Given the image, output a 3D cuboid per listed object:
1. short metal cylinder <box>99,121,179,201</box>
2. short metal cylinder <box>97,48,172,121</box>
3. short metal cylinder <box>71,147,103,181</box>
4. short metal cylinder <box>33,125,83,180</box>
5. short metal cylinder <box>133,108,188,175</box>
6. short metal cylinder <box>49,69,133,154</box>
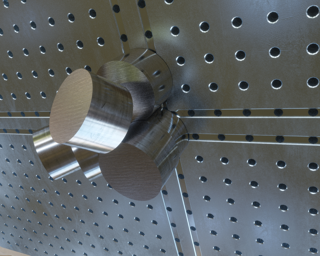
[{"bbox_3d":[-0.024,0.038,0.364,0.080,0.050,0.079,13,124,21],"label":"short metal cylinder"},{"bbox_3d":[-0.032,-0.052,0.379,0.080,0.050,0.079,13,124,21],"label":"short metal cylinder"},{"bbox_3d":[-0.088,0.026,0.429,0.050,0.080,0.080,-24,111,-7],"label":"short metal cylinder"},{"bbox_3d":[-0.147,0.030,0.463,0.050,0.080,0.080,-24,111,-8],"label":"short metal cylinder"},{"bbox_3d":[-0.009,0.019,0.411,0.080,0.050,0.079,13,124,21],"label":"short metal cylinder"},{"bbox_3d":[-0.074,-0.017,0.331,0.080,0.080,0.050,-26,147,37],"label":"short metal cylinder"}]
